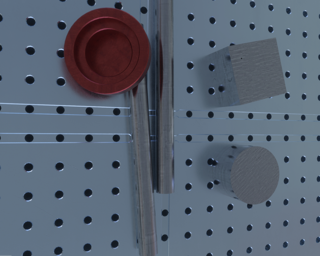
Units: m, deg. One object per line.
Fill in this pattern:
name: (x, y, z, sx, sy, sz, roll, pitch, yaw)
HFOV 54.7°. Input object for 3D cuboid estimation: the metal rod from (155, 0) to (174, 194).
metal rod: (0.006, -0.063, 0.415, 0.025, 0.025, 0.298, 0, 90, -20)

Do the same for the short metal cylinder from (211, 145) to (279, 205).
short metal cylinder: (0.122, 0.065, 0.446, 0.081, 0.050, 0.079, 0, 90, -21)

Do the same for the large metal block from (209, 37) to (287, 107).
large metal block: (0.127, -0.079, 0.448, 0.081, 0.050, 0.080, -15, 95, -20)

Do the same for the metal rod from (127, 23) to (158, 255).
metal rod: (-0.025, 0.016, 0.404, 0.025, 0.025, 0.298, -4, 92, -20)

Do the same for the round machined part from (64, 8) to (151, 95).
round machined part: (-0.059, -0.088, 0.369, 0.099, 0.042, 0.097, 0, 92, 5)
